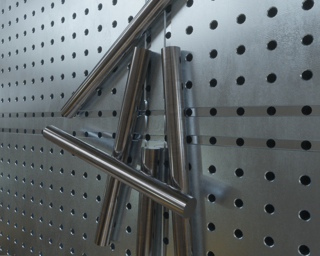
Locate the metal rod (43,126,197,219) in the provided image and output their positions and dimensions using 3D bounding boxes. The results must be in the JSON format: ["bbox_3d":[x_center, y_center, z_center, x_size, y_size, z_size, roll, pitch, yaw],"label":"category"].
[{"bbox_3d":[-0.077,0.048,0.436,0.300,0.025,0.025,20,103,38],"label":"metal rod"}]

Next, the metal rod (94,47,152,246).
[{"bbox_3d":[-0.057,0.034,0.453,0.025,0.025,0.298,21,103,37],"label":"metal rod"}]

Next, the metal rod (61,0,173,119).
[{"bbox_3d":[-0.065,-0.110,0.460,0.299,0.025,0.025,-41,65,32],"label":"metal rod"}]

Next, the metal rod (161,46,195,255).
[{"bbox_3d":[0.023,0.048,0.388,0.025,0.025,0.298,-6,86,39],"label":"metal rod"}]

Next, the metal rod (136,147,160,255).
[{"bbox_3d":[-0.021,0.175,0.424,0.025,0.025,0.298,6,94,39],"label":"metal rod"}]
